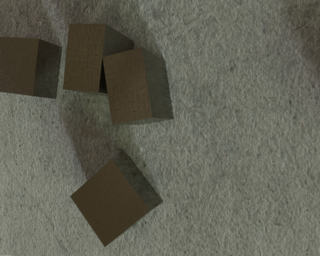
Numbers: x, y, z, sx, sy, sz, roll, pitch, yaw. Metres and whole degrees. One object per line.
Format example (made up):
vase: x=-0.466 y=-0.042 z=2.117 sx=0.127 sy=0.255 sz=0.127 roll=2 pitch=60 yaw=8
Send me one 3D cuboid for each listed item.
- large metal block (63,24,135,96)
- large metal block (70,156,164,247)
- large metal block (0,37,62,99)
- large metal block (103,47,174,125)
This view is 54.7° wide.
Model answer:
large metal block: x=-0.077 y=-0.084 z=0.406 sx=0.050 sy=0.080 sz=0.079 roll=7 pitch=92 yaw=19
large metal block: x=-0.057 y=0.095 z=0.415 sx=0.080 sy=0.050 sz=0.080 roll=-42 pitch=77 yaw=15
large metal block: x=-0.201 y=-0.089 z=0.465 sx=0.080 sy=0.050 sz=0.079 roll=8 pitch=93 yaw=19
large metal block: x=-0.024 y=-0.047 z=0.387 sx=0.050 sy=0.080 sz=0.080 roll=-9 pitch=87 yaw=19
